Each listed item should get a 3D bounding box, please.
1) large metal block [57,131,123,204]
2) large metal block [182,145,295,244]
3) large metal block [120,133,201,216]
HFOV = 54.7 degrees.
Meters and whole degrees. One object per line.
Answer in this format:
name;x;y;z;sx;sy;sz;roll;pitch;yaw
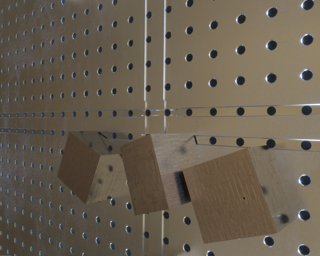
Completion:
large metal block;-0.107;0.058;0.479;0.080;0.050;0.079;30;109;35
large metal block;0.080;0.069;0.326;0.080;0.050;0.080;-25;74;37
large metal block;0.007;0.051;0.366;0.050;0.081;0.080;-23;76;37
